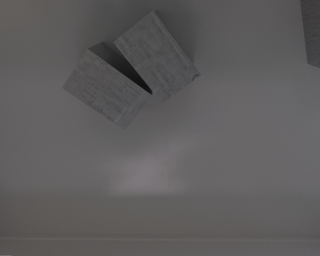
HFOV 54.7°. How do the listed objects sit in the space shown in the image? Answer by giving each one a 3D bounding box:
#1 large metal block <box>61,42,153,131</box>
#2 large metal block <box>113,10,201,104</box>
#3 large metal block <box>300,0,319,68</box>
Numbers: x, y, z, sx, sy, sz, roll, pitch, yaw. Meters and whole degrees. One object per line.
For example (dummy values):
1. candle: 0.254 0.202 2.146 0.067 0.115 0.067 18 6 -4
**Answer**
1. large metal block: -0.055 -0.052 0.362 0.080 0.080 0.050 35 106 -12
2. large metal block: -0.002 -0.084 0.351 0.050 0.080 0.080 -36 106 12
3. large metal block: 0.202 -0.110 0.343 0.050 0.080 0.080 -15 110 5
